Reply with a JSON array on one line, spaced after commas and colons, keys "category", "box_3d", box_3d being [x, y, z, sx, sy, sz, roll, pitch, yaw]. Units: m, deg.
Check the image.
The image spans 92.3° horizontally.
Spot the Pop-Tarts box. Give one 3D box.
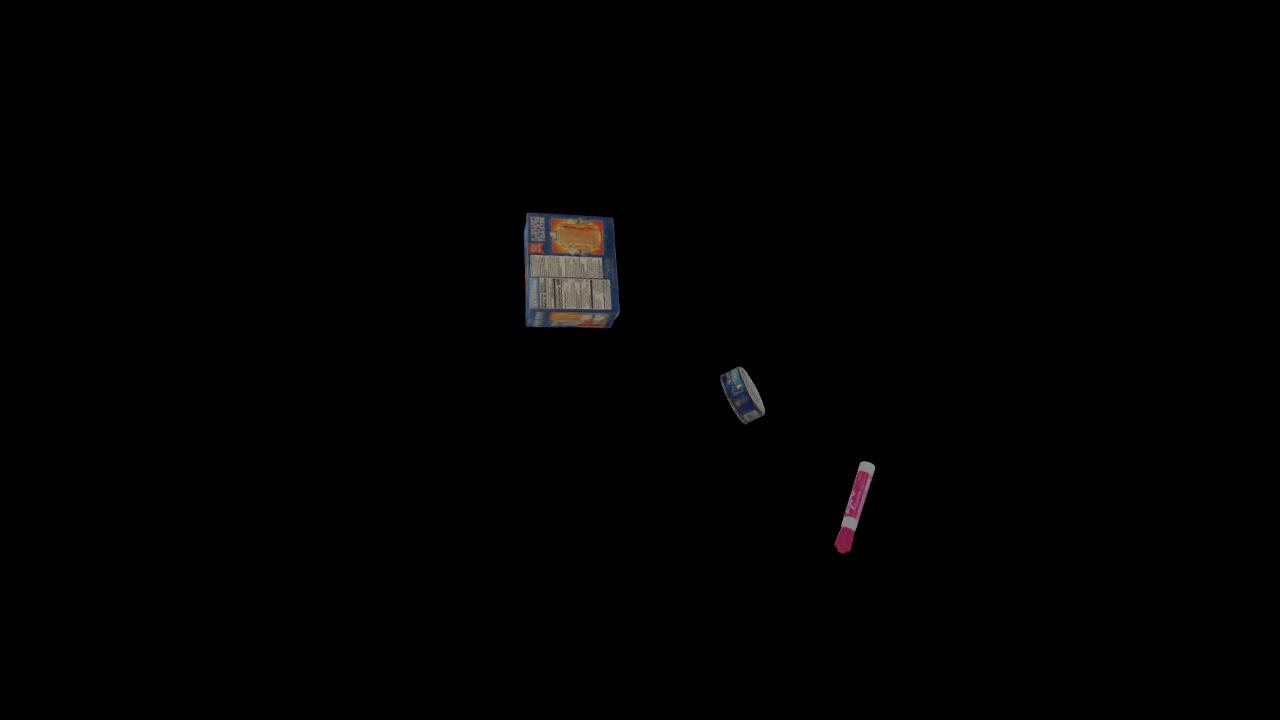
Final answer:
[{"category": "Pop-Tarts box", "box_3d": [-0.112, -0.141, 0.987, 0.141, 0.167, 0.083, 0, -18, -15]}]

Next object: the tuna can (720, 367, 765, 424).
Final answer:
[{"category": "tuna can", "box_3d": [0.156, 0.053, 0.929, 0.034, 0.084, 0.084, -28, -9, 17]}]

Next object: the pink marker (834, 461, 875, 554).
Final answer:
[{"category": "pink marker", "box_3d": [0.259, 0.177, 0.741, 0.020, 0.121, 0.020, 22, -31, 14]}]
